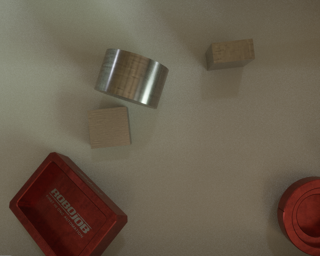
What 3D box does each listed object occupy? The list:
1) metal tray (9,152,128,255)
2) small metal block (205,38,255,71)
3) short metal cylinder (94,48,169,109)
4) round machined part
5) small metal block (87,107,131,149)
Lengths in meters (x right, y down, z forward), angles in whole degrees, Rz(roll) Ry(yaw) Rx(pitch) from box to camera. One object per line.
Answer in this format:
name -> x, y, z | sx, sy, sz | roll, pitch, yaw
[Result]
metal tray -> -0.114, 0.102, 0.377 | 0.130, 0.030, 0.090 | 37, 87, 26
small metal block -> 0.089, -0.094, 0.400 | 0.050, 0.050, 0.025 | -7, 90, 0
short metal cylinder -> -0.035, -0.059, 0.383 | 0.080, 0.080, 0.050 | 17, 90, -1
round machined part -> 0.202, 0.112, 0.406 | 0.099, 0.042, 0.097 | 0, 90, -1
small metal block -> -0.066, 0.000, 0.411 | 0.050, 0.025, 0.050 | -6, 90, -1
